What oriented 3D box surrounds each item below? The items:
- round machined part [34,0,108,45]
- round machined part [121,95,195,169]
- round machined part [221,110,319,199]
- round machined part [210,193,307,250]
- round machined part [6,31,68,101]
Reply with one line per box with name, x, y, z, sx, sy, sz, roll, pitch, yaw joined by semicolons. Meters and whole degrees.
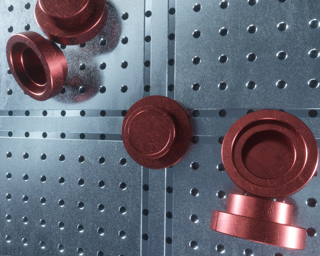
round machined part;-0.126;-0.168;0.429;0.098;0.042;0.098;-1;71;2
round machined part;-0.007;0.006;0.406;0.098;0.042;0.097;0;90;20
round machined part;0.122;0.032;0.351;0.098;0.042;0.098;-6;70;18
round machined part;0.107;0.099;0.339;0.098;0.098;0.042;7;77;20
round machined part;-0.173;-0.092;0.451;0.098;0.042;0.097;19;127;29
